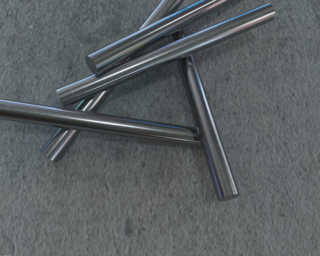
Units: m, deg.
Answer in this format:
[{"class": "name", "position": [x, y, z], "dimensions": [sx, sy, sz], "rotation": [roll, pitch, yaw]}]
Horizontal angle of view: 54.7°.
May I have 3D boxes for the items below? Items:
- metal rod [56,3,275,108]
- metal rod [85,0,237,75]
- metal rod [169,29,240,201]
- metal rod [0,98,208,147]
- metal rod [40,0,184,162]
[{"class": "metal rod", "position": [0.014, -0.098, 0.403], "dimensions": [0.302, 0.025, 0.025], "rotation": [-24, 72, -8]}, {"class": "metal rod", "position": [0.031, -0.152, 0.431], "dimensions": [0.302, 0.025, 0.025], "rotation": [-35, 74, -25]}, {"class": "metal rod", "position": [0.045, -0.053, 0.407], "dimensions": [0.025, 0.025, 0.299], "rotation": [-11, 63, -4]}, {"class": "metal rod", "position": [-0.074, -0.006, 0.383], "dimensions": [0.302, 0.025, 0.025], "rotation": [8, 70, -8]}, {"class": "metal rod", "position": [-0.055, -0.082, 0.421], "dimensions": [0.025, 0.025, 0.300], "rotation": [34, 79, 11]}]
